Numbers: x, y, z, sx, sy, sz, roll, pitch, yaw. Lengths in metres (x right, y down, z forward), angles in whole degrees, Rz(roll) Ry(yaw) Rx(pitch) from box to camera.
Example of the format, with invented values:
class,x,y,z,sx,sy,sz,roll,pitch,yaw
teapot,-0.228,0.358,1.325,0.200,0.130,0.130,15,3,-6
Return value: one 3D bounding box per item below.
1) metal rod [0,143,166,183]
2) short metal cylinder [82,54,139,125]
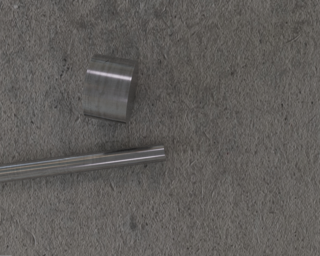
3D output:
class,x,y,z,sx,sy,sz,roll,pitch,yaw
metal rod,-0.144,0.051,0.408,0.302,0.025,0.025,-7,90,0
short metal cylinder,-0.059,-0.047,0.382,0.050,0.080,0.080,10,90,0
